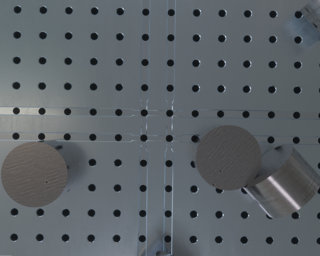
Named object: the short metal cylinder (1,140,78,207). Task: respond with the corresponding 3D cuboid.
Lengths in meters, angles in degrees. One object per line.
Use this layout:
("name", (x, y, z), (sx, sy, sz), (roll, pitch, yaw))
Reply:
("short metal cylinder", (-0.152, 0.056, 0.400), (0.081, 0.050, 0.079), (0, 90, 0))

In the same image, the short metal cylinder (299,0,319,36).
("short metal cylinder", (0.226, -0.157, 0.387), (0.080, 0.080, 0.050), (-39, 90, 0))

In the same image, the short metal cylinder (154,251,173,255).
("short metal cylinder", (0.011, 0.202, 0.386), (0.080, 0.080, 0.050), (38, 90, 0))

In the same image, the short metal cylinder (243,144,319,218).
("short metal cylinder", (0.149, 0.065, 0.387), (0.080, 0.080, 0.050), (-42, 90, 0))

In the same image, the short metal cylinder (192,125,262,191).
("short metal cylinder", (0.084, 0.036, 0.401), (0.081, 0.050, 0.079), (0, 90, 0))
